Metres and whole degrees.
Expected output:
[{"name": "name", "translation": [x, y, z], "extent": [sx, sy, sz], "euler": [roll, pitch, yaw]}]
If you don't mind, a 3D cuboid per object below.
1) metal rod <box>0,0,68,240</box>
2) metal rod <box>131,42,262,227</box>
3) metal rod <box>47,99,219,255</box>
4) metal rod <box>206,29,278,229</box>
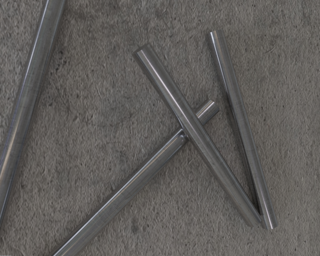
[{"name": "metal rod", "translation": [-0.155, -0.015, 0.351], "extent": [0.025, 0.025, 0.299], "euler": [16, 85, -20]}, {"name": "metal rod", "translation": [0.059, 0.024, 0.406], "extent": [0.025, 0.025, 0.299], "euler": [-41, 112, -15]}, {"name": "metal rod", "translation": [-0.031, 0.069, 0.397], "extent": [0.301, 0.025, 0.025], "euler": [-44, 104, -15]}, {"name": "metal rod", "translation": [0.122, 0.006, 0.453], "extent": [0.025, 0.025, 0.298], "euler": [-20, 97, -19]}]
